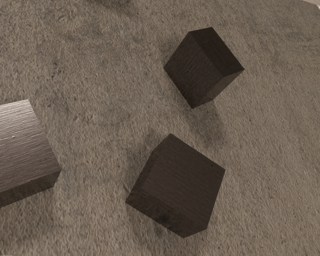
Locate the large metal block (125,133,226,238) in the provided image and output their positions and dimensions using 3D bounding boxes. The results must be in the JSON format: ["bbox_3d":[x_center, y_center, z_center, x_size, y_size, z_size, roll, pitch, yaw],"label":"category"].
[{"bbox_3d":[0.019,0.067,0.359,0.080,0.050,0.080,34,51,-7],"label":"large metal block"}]

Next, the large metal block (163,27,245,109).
[{"bbox_3d":[0.062,-0.088,0.458,0.050,0.080,0.080,-24,75,-37],"label":"large metal block"}]

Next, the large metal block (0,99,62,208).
[{"bbox_3d":[-0.151,0.028,0.290,0.081,0.050,0.080,-20,73,-36],"label":"large metal block"}]
